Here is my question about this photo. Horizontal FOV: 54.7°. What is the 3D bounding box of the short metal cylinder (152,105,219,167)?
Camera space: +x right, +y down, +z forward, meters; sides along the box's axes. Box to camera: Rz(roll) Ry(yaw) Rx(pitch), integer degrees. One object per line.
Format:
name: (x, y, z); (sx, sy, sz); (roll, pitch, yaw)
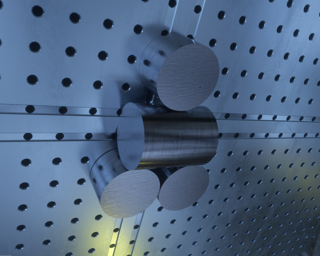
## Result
short metal cylinder: (0.030, 0.009, 0.400); (0.050, 0.080, 0.079); (0, 118, -29)

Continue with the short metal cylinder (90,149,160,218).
short metal cylinder: (-0.047, 0.073, 0.415); (0.081, 0.050, 0.079); (-14, 125, -21)

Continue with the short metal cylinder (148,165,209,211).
short metal cylinder: (0.024, 0.073, 0.454); (0.081, 0.050, 0.079); (-14, 125, -21)

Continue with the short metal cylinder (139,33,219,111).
short metal cylinder: (0.022, -0.067, 0.367); (0.081, 0.050, 0.079); (-14, 125, -21)

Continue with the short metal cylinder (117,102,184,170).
short metal cylinder: (-0.014, 0.010, 0.376); (0.050, 0.080, 0.079); (0, 118, -29)
